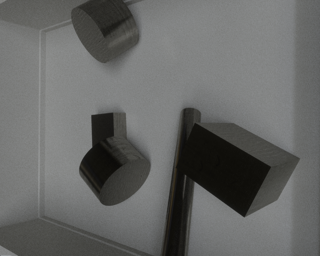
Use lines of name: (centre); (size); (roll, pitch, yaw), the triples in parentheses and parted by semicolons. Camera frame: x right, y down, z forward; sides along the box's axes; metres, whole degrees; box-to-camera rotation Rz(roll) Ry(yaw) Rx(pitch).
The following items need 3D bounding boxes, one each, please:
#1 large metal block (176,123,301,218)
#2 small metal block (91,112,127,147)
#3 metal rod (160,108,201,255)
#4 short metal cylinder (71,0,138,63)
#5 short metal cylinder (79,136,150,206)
large metal block: (0.077, 0.035, 0.306); (0.080, 0.081, 0.050); (33, 110, 35)
small metal block: (-0.077, 0.004, 0.468); (0.050, 0.025, 0.050); (-4, 88, 39)
metal rod: (0.015, 0.107, 0.296); (0.025, 0.025, 0.300); (-20, 46, 38)
short metal cylinder: (-0.076, -0.137, 0.425); (0.080, 0.050, 0.080); (40, 155, 24)
short metal cylinder: (-0.060, 0.058, 0.419); (0.050, 0.081, 0.079); (42, 115, 31)
